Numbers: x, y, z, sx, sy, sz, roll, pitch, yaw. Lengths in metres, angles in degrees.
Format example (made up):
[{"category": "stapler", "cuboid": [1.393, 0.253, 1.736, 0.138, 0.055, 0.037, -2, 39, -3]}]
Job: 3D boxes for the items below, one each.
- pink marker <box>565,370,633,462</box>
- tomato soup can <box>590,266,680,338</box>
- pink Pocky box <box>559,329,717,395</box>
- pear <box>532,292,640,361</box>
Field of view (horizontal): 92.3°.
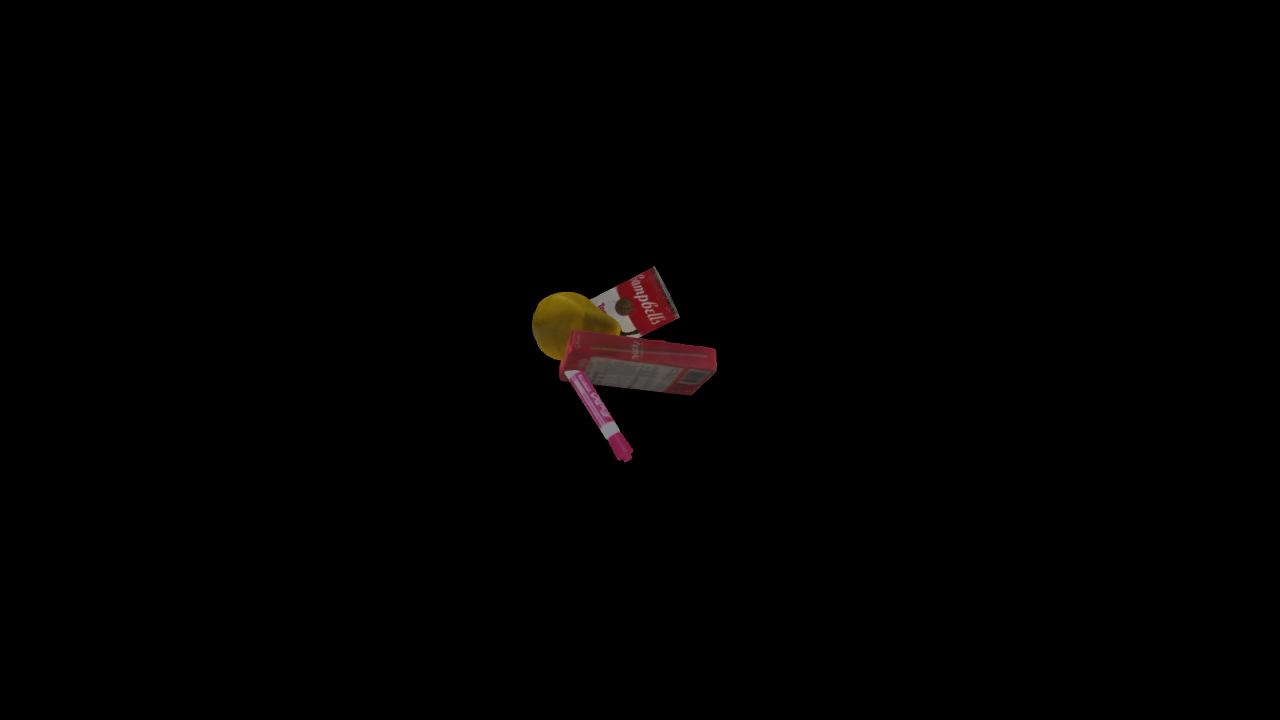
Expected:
[{"category": "pink marker", "cuboid": [-0.042, 0.052, 0.630, 0.020, 0.121, 0.020, -29, -23, -13]}, {"category": "tomato soup can", "cuboid": [-0.013, -0.057, 0.717, 0.101, 0.068, 0.068, -26, -4, 8]}, {"category": "pink Pocky box", "cuboid": [-0.004, 0.005, 0.656, 0.155, 0.029, 0.084, 7, -23, -13]}, {"category": "pear", "cuboid": [-0.058, -0.031, 0.656, 0.111, 0.080, 0.080, 16, 7, 25]}]
